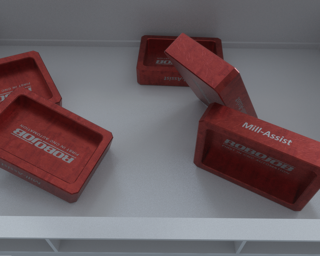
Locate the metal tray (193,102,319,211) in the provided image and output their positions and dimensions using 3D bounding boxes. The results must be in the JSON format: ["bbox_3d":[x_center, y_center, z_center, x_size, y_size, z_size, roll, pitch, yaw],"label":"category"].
[{"bbox_3d":[0.104,0.032,0.336,0.130,0.090,0.030,23,56,18],"label":"metal tray"}]

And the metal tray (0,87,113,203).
[{"bbox_3d":[-0.133,0.017,0.360,0.130,0.030,0.090,28,53,-1],"label":"metal tray"}]

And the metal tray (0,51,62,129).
[{"bbox_3d":[-0.209,-0.044,0.408,0.131,0.030,0.090,-23,74,-26],"label":"metal tray"}]

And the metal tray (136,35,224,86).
[{"bbox_3d":[0.033,-0.107,0.492,0.131,0.030,0.090,3,50,1],"label":"metal tray"}]

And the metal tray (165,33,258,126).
[{"bbox_3d":[0.066,-0.050,0.379,0.030,0.130,0.090,-47,57,3],"label":"metal tray"}]
